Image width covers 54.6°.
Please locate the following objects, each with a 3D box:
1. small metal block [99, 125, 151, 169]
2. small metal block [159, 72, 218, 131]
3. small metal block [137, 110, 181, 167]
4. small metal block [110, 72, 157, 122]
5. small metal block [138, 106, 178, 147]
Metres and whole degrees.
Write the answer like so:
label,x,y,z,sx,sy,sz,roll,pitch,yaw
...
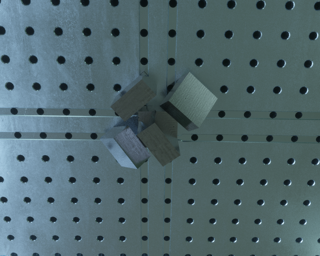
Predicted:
label,x,y,z,sx,sy,sz,roll,pitch,yaw
small metal block,-0.046,0.025,0.406,0.025,0.050,0.050,-43,109,-25
small metal block,0.036,-0.032,0.387,0.050,0.025,0.050,41,65,-13
small metal block,-0.001,0.011,0.377,0.025,0.050,0.050,-35,107,11
small metal block,-0.031,-0.040,0.385,0.050,0.050,0.025,-39,106,13
small metal block,-0.003,-0.002,0.412,0.050,0.025,0.050,0,110,-2
